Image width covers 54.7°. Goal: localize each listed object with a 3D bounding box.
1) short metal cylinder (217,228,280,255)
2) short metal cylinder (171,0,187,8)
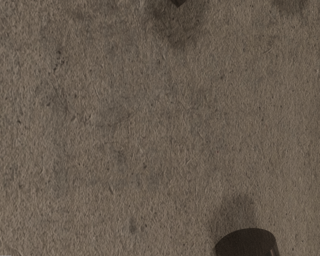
[{"bbox_3d":[0.124,0.182,0.428,0.081,0.080,0.050,-19,97,-19],"label":"short metal cylinder"},{"bbox_3d":[0.038,-0.200,0.395,0.080,0.080,0.050,-44,104,-15],"label":"short metal cylinder"}]
